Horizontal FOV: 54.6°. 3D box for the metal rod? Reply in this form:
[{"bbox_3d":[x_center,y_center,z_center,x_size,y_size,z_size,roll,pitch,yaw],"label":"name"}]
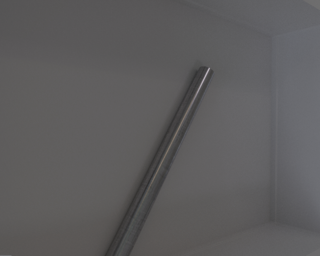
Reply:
[{"bbox_3d":[0.006,0.041,0.410,0.025,0.025,0.300,41,65,-32],"label":"metal rod"}]
